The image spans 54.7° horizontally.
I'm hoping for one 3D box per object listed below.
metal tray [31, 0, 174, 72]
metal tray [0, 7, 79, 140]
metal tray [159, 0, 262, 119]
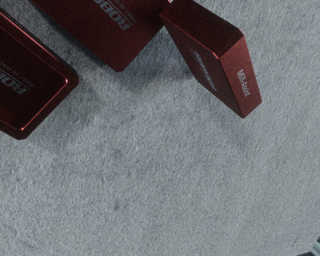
[{"bbox_3d":[-0.058,-0.127,0.294,0.090,0.030,0.130,-48,130,5],"label":"metal tray"},{"bbox_3d":[-0.153,-0.057,0.284,0.090,0.030,0.130,-46,130,3],"label":"metal tray"},{"bbox_3d":[0.058,-0.071,0.332,0.030,0.090,0.130,-44,146,1],"label":"metal tray"}]
